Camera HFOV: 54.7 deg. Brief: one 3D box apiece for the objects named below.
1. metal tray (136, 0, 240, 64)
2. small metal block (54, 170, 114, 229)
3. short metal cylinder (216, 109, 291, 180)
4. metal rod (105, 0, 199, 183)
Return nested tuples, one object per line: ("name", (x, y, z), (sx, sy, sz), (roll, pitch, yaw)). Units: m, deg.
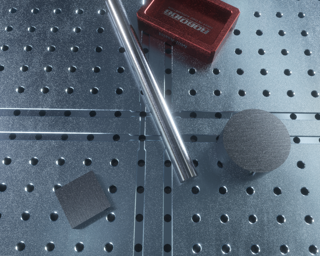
("metal tray", (0.042, -0.165, 0.469), (0.130, 0.030, 0.090), (29, 72, 10))
("small metal block", (-0.092, 0.088, 0.379), (0.050, 0.025, 0.050), (-29, 73, -10))
("short metal cylinder", (0.115, 0.022, 0.392), (0.081, 0.050, 0.080), (0, 70, 0))
("metal rod", (-0.018, -0.067, 0.435), (0.025, 0.025, 0.299), (-20, 71, -8))
